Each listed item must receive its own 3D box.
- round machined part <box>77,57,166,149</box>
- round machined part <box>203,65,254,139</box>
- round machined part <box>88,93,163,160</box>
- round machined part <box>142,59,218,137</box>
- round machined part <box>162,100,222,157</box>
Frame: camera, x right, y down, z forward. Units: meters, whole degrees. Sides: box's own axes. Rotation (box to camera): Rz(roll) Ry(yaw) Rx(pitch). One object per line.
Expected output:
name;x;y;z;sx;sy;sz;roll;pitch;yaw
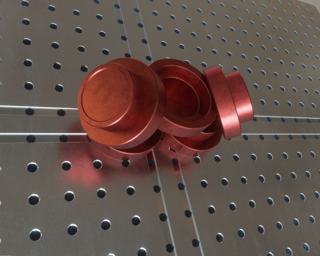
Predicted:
round machined part;-0.047;-0.029;0.326;0.042;0.098;0.098;28;39;-62
round machined part;0.091;-0.037;0.405;0.042;0.098;0.098;-18;65;8
round machined part;-0.040;-0.013;0.384;0.099;0.042;0.098;14;56;-21
round machined part;0.017;-0.032;0.372;0.099;0.042;0.098;14;56;-21
round machined part;0.047;-0.013;0.432;0.099;0.042;0.098;14;56;-21
